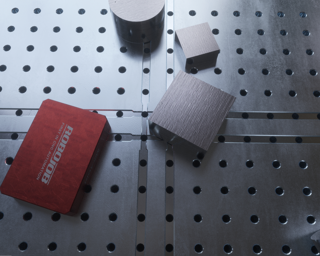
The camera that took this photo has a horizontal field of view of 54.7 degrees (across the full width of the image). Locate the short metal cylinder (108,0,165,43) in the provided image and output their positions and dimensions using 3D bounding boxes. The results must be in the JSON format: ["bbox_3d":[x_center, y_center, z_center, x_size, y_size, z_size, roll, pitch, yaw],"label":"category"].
[{"bbox_3d":[-0.033,-0.175,0.462,0.081,0.050,0.080,0,70,0],"label":"short metal cylinder"}]

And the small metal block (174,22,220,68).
[{"bbox_3d":[0.054,-0.123,0.457,0.050,0.025,0.050,-17,71,-6],"label":"small metal block"}]

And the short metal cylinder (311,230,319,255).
[{"bbox_3d":[0.216,0.129,0.337,0.080,0.080,0.050,-22,72,-8],"label":"short metal cylinder"}]

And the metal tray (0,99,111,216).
[{"bbox_3d":[-0.129,0.035,0.395,0.090,0.030,0.130,17,71,6],"label":"metal tray"}]

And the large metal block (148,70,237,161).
[{"bbox_3d":[0.041,-0.016,0.404,0.080,0.050,0.080,29,72,10],"label":"large metal block"}]
